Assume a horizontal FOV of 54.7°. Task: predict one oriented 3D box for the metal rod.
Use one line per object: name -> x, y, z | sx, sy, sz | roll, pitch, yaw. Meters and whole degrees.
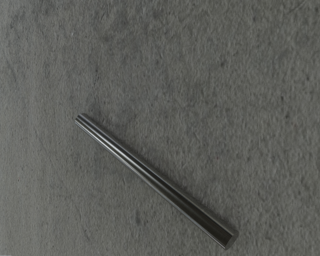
metal rod -> -0.025, 0.055, 0.423 | 0.300, 0.025, 0.025 | 33, 111, 34
